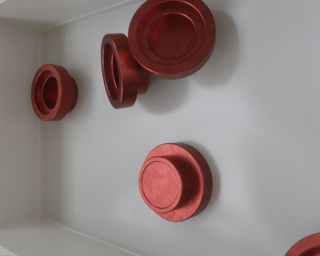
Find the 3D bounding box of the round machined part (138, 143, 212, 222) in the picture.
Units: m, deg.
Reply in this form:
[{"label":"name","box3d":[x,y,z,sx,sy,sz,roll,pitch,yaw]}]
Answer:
[{"label":"round machined part","box3d":[0.012,0.068,0.384,0.098,0.042,0.097,0,90,39]}]

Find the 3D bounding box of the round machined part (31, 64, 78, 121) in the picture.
[{"label":"round machined part","box3d":[-0.181,-0.061,0.542,0.098,0.042,0.097,0,90,39]}]

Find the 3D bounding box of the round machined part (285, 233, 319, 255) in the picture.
[{"label":"round machined part","box3d":[0.150,0.140,0.252,0.098,0.042,0.098,-35,36,31]}]

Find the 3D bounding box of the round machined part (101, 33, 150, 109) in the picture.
[{"label":"round machined part","box3d":[-0.046,-0.076,0.413,0.098,0.042,0.097,170,90,-69]}]

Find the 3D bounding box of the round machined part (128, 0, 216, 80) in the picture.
[{"label":"round machined part","box3d":[0.016,-0.104,0.363,0.098,0.042,0.097,-1,82,10]}]
